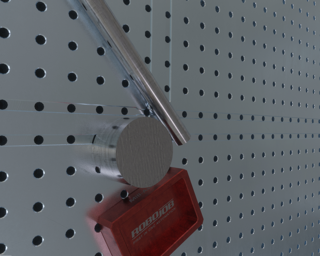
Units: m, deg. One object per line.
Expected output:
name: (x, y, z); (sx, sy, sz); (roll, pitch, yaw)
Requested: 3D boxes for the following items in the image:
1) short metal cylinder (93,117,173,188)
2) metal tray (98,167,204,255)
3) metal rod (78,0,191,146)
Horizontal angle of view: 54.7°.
short metal cylinder: (-0.031, 0.027, 0.367); (0.081, 0.050, 0.079); (0, 90, -40)
metal tray: (-0.006, 0.120, 0.401); (0.131, 0.030, 0.090); (-31, 109, -36)
metal rod: (-0.044, -0.095, 0.371); (0.025, 0.025, 0.299); (-49, 119, -29)
